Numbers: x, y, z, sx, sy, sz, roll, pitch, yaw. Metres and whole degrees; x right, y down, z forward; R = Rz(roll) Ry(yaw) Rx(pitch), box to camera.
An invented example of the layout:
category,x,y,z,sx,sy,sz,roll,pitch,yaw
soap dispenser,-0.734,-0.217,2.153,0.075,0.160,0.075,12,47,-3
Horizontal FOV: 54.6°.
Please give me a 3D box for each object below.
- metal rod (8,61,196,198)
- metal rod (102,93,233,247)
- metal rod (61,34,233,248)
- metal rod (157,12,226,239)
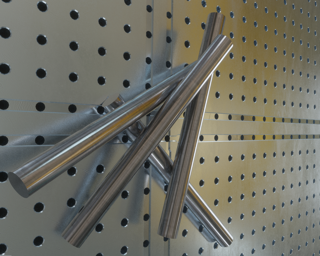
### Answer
category,x,y,z,sx,sy,sz,roll,pitch,yaw
metal rod,-0.028,-0.021,0.351,0.302,0.025,0.025,-38,114,-44
metal rod,0.024,0.073,0.428,0.025,0.025,0.300,-52,121,-27
metal rod,-0.006,0.004,0.365,0.025,0.025,0.300,46,74,-31
metal rod,0.044,-0.010,0.407,0.025,0.025,0.299,21,79,-38
